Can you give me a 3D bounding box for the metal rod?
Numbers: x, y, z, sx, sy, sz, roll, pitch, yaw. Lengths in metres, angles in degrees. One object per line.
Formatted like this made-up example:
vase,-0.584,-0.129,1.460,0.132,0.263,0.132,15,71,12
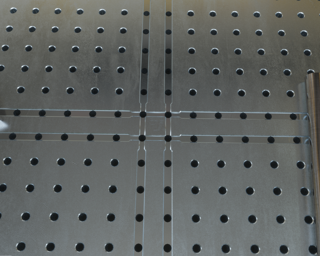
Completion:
metal rod,0.205,0.067,0.389,0.025,0.025,0.299,6,70,2
